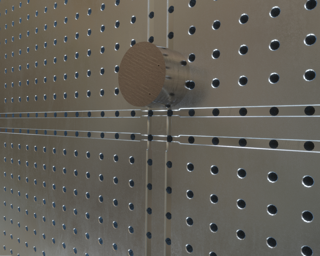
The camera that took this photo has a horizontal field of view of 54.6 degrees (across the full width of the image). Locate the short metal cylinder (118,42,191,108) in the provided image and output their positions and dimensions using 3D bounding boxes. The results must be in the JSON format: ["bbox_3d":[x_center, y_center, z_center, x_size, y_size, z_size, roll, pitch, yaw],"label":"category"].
[{"bbox_3d":[-0.008,-0.066,0.401,0.080,0.050,0.080,0,90,40],"label":"short metal cylinder"}]
